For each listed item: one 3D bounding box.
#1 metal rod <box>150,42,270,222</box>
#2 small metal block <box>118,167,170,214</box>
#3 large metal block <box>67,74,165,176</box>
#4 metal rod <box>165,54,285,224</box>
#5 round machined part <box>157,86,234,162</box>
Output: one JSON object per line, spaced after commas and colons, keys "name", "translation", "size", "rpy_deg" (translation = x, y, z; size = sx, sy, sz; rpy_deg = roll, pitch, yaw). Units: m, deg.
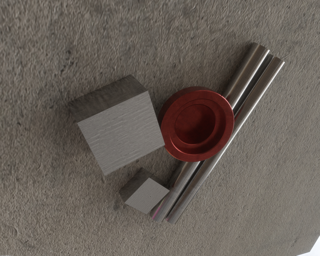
{"name": "metal rod", "translation": [0.065, 0.016, 0.454], "size": [0.025, 0.025, 0.298], "rpy_deg": [18, 109, -36]}
{"name": "small metal block", "translation": [-0.023, 0.093, 0.453], "size": [0.050, 0.025, 0.050], "rpy_deg": [-46, 130, 4]}
{"name": "large metal block", "translation": [-0.049, -0.004, 0.363], "size": [0.080, 0.050, 0.080], "rpy_deg": [-27, 128, -12]}
{"name": "metal rod", "translation": [0.091, 0.026, 0.474], "size": [0.025, 0.025, 0.298], "rpy_deg": [21, 107, -36]}
{"name": "round machined part", "translation": [0.043, -0.008, 0.407], "size": [0.099, 0.042, 0.097], "rpy_deg": [-6, 113, -14]}
